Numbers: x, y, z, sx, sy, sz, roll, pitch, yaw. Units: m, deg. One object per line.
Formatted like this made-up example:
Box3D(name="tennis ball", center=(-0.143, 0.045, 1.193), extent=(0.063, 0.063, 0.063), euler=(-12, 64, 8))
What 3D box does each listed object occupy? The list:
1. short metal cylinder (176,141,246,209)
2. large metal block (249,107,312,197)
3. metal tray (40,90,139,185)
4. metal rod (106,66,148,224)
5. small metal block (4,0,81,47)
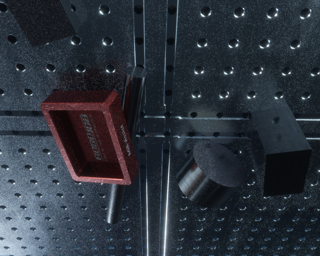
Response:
Box3D(name="short metal cylinder", center=(0.070, 0.064, 0.431), extent=(0.081, 0.080, 0.050), euler=(19, 128, -16))
Box3D(name="large metal block", center=(0.152, 0.031, 0.404), extent=(0.050, 0.080, 0.080), euler=(-7, 130, 6))
Box3D(name="metal tray", center=(-0.086, 0.015, 0.398), extent=(0.090, 0.030, 0.129), euler=(1, 127, 17))
Box3D(name="metal rod", center=(-0.054, 0.047, 0.450), extent=(0.025, 0.025, 0.298), euler=(8, 130, -7))
Box3D(name="small metal block", center=(-0.116, -0.115, 0.312), extent=(0.050, 0.025, 0.050), euler=(-13, 129, 10))
